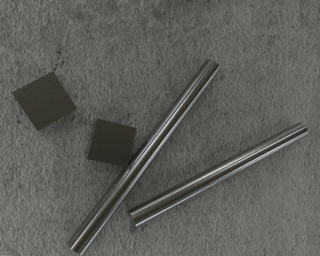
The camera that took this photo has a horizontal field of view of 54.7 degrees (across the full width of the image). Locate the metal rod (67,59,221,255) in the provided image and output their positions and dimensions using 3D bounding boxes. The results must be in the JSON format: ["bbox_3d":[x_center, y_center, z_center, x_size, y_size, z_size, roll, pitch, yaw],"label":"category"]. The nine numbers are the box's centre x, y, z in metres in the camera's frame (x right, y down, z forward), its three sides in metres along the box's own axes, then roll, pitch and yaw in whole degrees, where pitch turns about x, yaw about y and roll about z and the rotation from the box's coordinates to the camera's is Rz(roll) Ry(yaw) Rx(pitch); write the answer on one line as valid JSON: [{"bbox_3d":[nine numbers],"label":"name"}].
[{"bbox_3d":[-0.013,0.028,0.405,0.025,0.025,0.300,41,77,-16],"label":"metal rod"}]

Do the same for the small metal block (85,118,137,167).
[{"bbox_3d":[-0.062,0.018,0.387,0.050,0.025,0.050,15,85,-20],"label":"small metal block"}]

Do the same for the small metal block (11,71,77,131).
[{"bbox_3d":[-0.133,-0.030,0.360,0.050,0.025,0.050,-34,101,-17],"label":"small metal block"}]

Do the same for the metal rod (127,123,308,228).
[{"bbox_3d":[0.095,0.060,0.445,0.302,0.025,0.025,-23,98,-19],"label":"metal rod"}]
